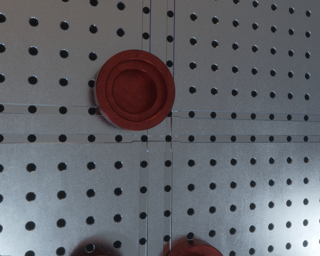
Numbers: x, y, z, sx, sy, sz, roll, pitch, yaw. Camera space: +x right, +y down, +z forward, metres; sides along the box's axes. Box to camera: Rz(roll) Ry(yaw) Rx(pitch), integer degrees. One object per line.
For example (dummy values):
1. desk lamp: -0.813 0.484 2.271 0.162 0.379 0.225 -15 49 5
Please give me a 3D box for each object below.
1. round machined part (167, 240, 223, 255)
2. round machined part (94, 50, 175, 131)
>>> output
1. round machined part: 0.052 0.208 0.423 0.099 0.042 0.097 0 90 -20
2. round machined part: -0.034 -0.045 0.391 0.099 0.042 0.097 0 90 -20
